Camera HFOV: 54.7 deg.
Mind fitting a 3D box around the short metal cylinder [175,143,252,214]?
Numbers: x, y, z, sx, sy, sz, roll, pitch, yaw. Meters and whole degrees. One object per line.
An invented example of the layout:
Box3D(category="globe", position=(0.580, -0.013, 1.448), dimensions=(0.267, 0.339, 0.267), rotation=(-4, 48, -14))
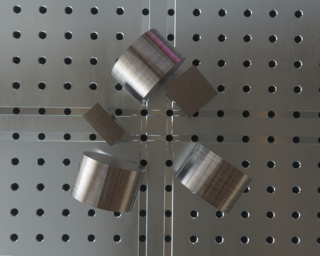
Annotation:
Box3D(category="short metal cylinder", position=(0.066, 0.061, 0.386), dimensions=(0.080, 0.080, 0.050), rotation=(34, 90, 0))

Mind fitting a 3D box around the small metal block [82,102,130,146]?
Box3D(category="small metal block", position=(-0.068, -0.004, 0.400), dimensions=(0.025, 0.050, 0.050), rotation=(-43, 90, 0))

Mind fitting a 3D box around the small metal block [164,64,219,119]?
Box3D(category="small metal block", position=(0.040, -0.048, 0.414), dimensions=(0.050, 0.025, 0.050), rotation=(-40, 90, 0))

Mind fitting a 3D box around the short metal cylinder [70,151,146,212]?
Box3D(category="short metal cylinder", position=(-0.064, 0.065, 0.385), dimensions=(0.080, 0.080, 0.050), rotation=(17, 90, 0))

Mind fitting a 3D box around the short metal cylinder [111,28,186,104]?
Box3D(category="short metal cylinder", position=(-0.014, -0.076, 0.386), dimensions=(0.050, 0.080, 0.080), rotation=(44, 90, 0))
